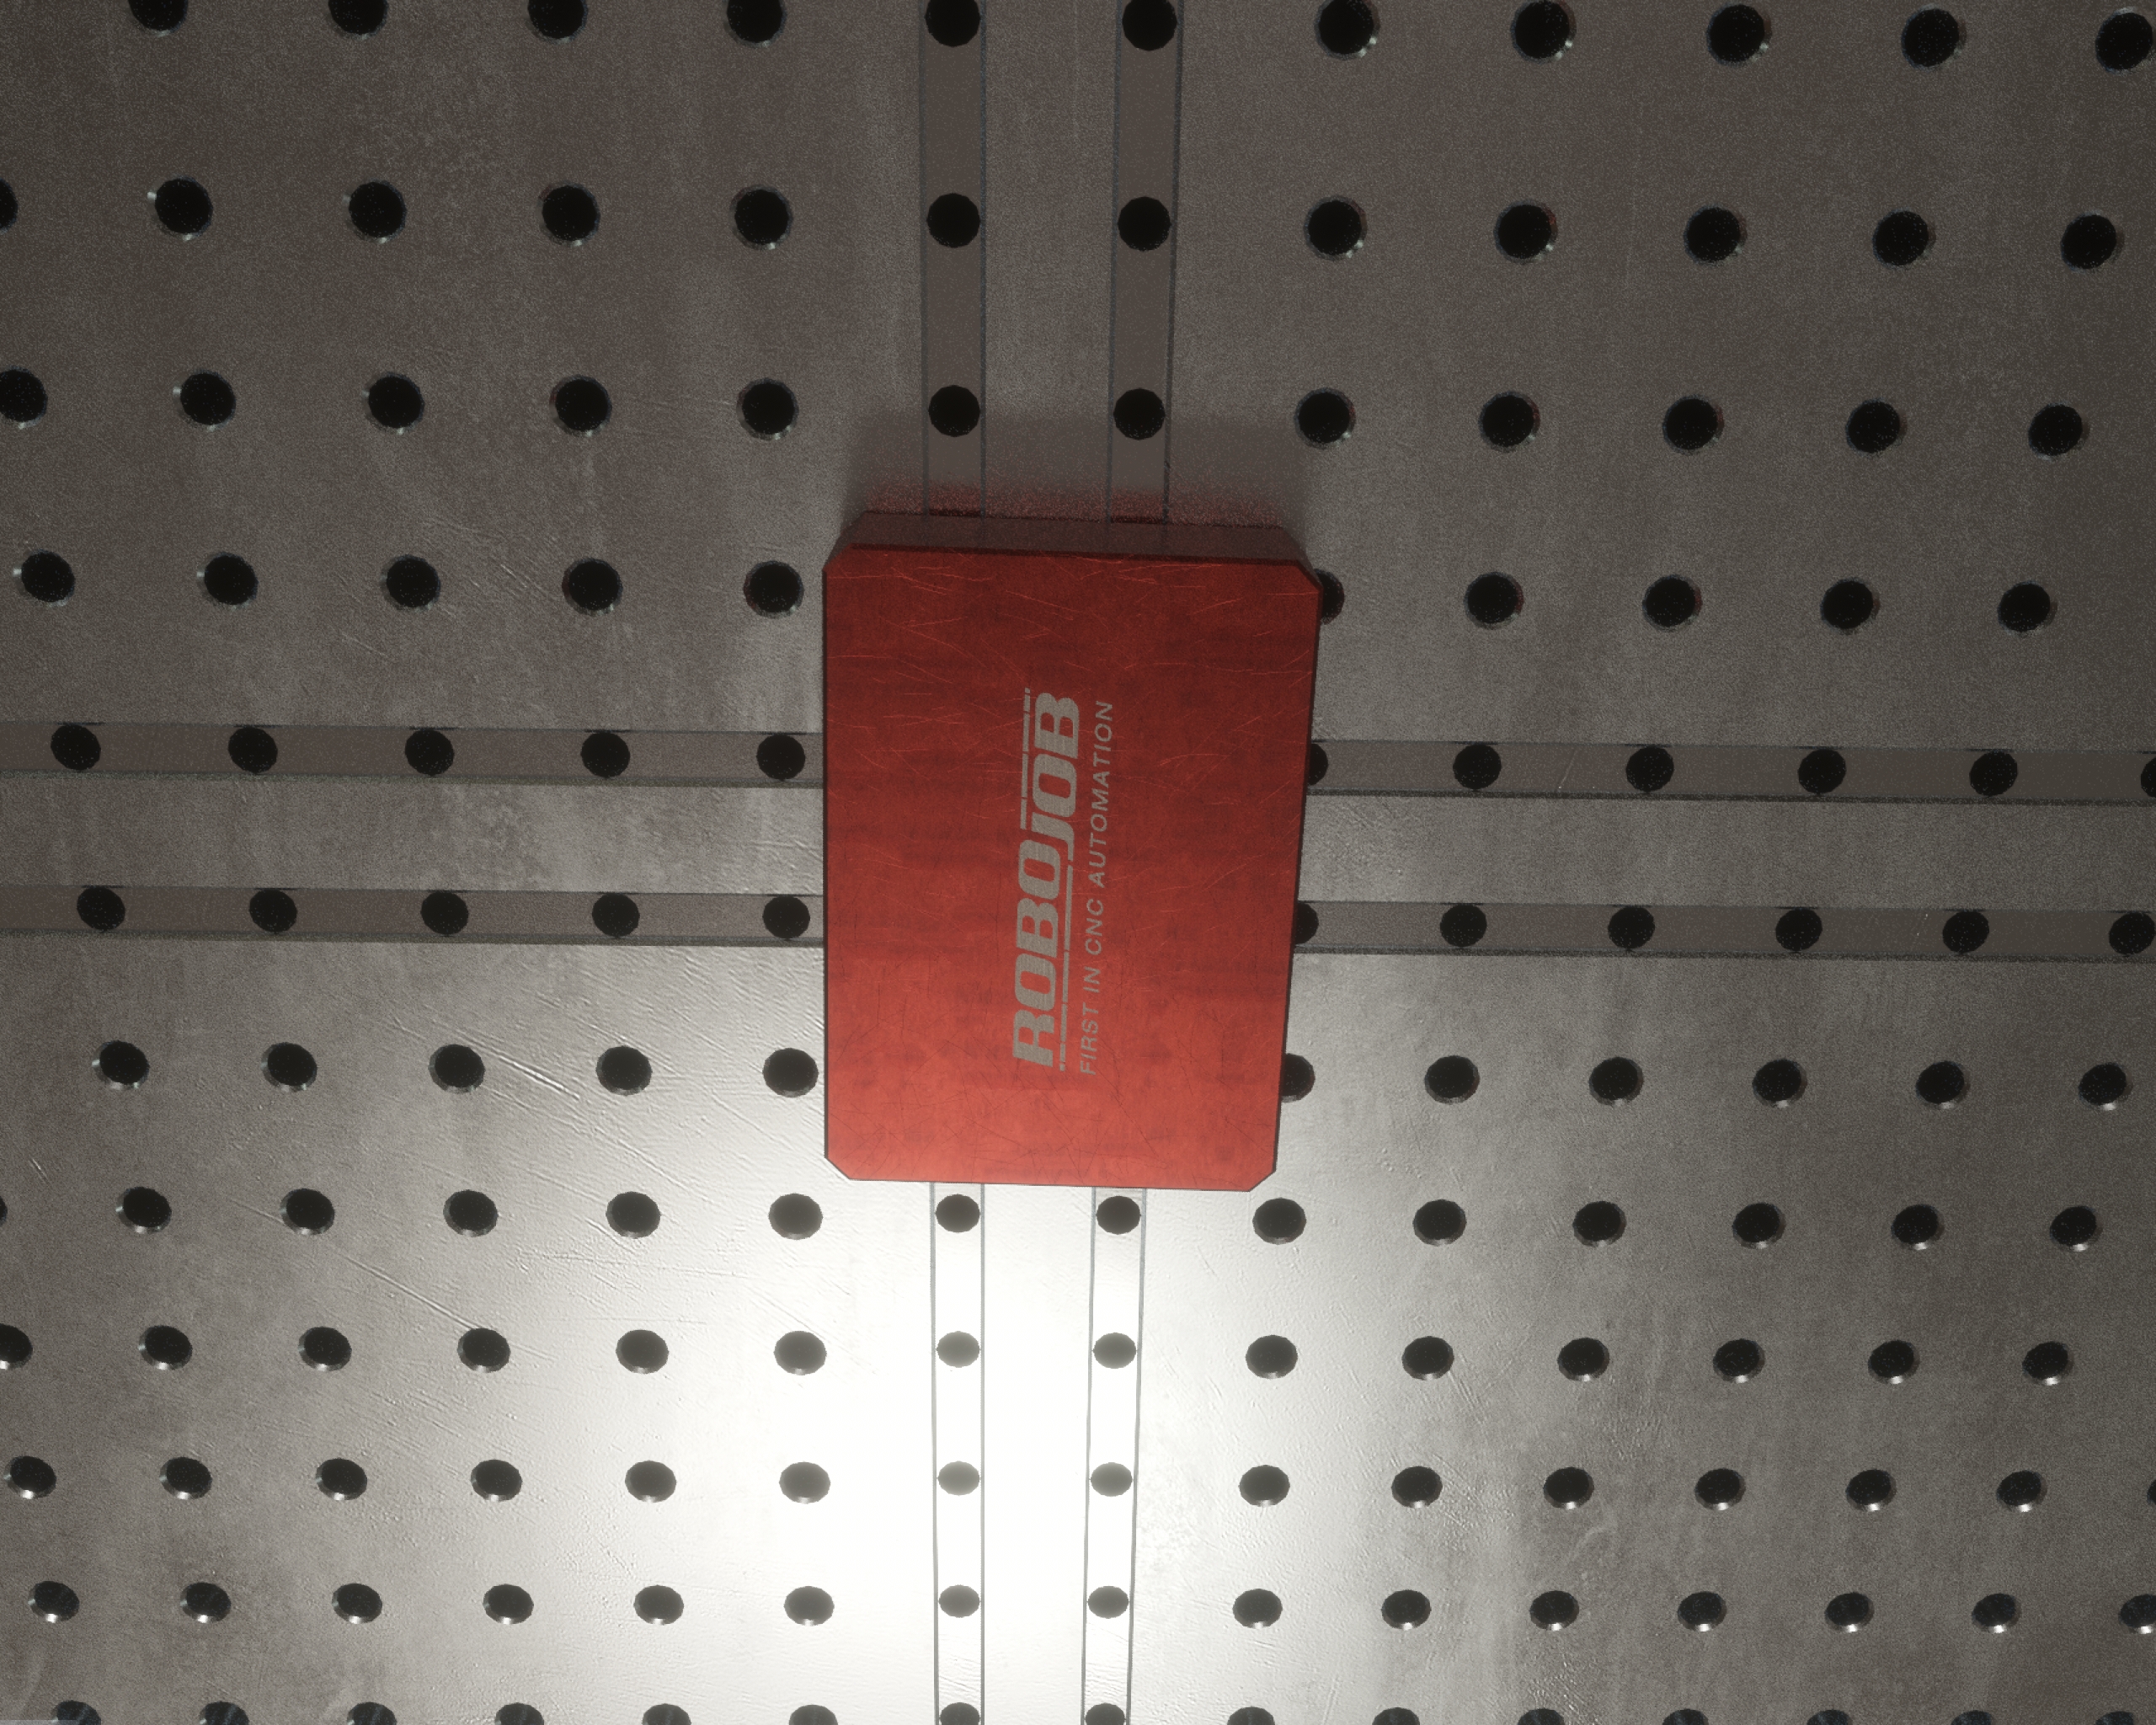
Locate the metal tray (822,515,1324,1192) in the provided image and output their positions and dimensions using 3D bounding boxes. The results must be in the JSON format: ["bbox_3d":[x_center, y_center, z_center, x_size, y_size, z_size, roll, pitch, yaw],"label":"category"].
[{"bbox_3d":[-0.003,0.000,0.410,0.091,0.030,0.129,2,110,-1],"label":"metal tray"}]
